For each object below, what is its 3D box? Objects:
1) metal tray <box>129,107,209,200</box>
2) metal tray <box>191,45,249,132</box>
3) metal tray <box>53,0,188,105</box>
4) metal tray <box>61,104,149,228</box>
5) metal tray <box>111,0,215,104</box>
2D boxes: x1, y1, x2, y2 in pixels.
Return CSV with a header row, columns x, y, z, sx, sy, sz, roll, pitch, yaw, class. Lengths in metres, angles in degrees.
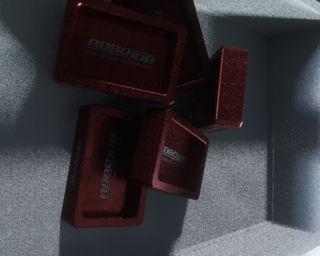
x,y,z,sx,sy,sz,roll,pitch,yaw,class
0.019,0.037,0.392,0.130,0.030,0.090,32,66,-55,metal tray
0.072,-0.043,0.404,0.030,0.130,0.089,7,85,-6,metal tray
-0.041,-0.081,0.338,0.131,0.030,0.089,10,91,-22,metal tray
-0.055,0.045,0.358,0.091,0.030,0.129,13,82,-40,metal tray
0.005,-0.105,0.378,0.090,0.030,0.129,-19,105,-2,metal tray
